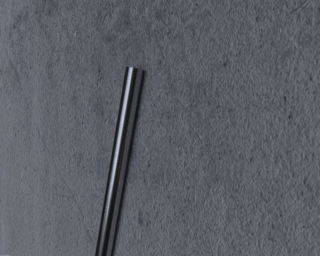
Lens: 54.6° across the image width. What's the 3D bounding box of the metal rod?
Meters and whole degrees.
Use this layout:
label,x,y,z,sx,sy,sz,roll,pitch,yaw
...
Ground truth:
label,x,y,z,sx,sy,sz,roll,pitch,yaw
metal rod,-0.063,0.061,0.457,0.025,0.025,0.298,18,101,39
